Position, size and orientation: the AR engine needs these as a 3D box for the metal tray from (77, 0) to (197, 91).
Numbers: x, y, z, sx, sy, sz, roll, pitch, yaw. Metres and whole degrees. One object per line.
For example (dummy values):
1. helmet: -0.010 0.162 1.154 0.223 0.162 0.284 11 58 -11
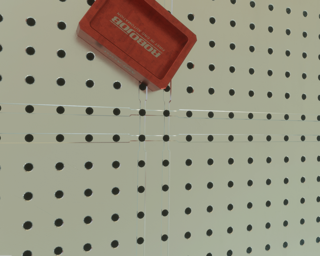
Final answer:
1. metal tray: -0.027 -0.120 0.400 0.130 0.030 0.090 35 78 -17
